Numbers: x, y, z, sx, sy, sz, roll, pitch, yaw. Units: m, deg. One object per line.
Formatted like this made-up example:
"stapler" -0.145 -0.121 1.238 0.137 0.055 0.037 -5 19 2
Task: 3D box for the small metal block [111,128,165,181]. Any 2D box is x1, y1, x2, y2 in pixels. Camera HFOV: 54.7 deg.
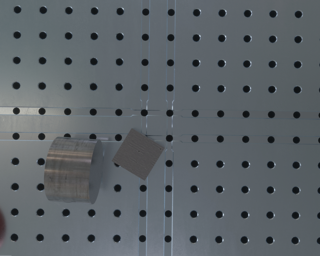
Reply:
"small metal block" -0.028 0.034 0.413 0.050 0.025 0.050 31 90 0

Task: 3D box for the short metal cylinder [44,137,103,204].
"short metal cylinder" -0.104 0.052 0.385 0.050 0.080 0.080 4 90 0
